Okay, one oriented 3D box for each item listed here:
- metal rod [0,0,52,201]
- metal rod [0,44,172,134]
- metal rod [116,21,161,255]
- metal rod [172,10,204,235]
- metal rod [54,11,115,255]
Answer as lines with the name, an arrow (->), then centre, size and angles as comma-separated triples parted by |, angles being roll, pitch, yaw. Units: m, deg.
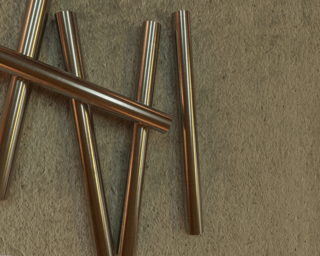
metal rod -> -0.154, -0.069, 0.352 | 0.025, 0.025, 0.298 | 12, 86, -20
metal rod -> -0.124, -0.057, 0.335 | 0.302, 0.025, 0.025 | 22, 83, -19
metal rod -> -0.027, 0.013, 0.398 | 0.025, 0.025, 0.298 | 7, 88, -20
metal rod -> 0.038, -0.006, 0.422 | 0.025, 0.025, 0.298 | -4, 92, -20
metal rod -> -0.090, 0.013, 0.375 | 0.025, 0.025, 0.298 | -10, 93, -20
